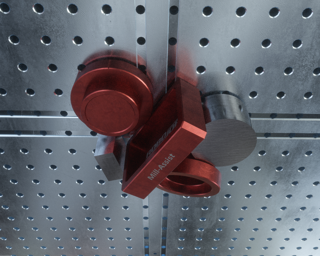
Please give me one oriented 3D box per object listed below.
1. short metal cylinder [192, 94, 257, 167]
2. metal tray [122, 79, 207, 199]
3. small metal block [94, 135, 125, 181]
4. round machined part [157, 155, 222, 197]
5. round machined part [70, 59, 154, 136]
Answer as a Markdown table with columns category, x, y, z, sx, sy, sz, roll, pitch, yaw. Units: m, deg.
| category | x | y | z | sx | sy | sz | roll | pitch | yaw |
| --- | --- | --- | --- | --- | --- | --- | --- | --- | --- |
| short metal cylinder | 0.076 | 0.004 | 0.394 | 0.081 | 0.050 | 0.079 | 0 | 130 | 0 |
| metal tray | 0.001 | 0.014 | 0.376 | 0.030 | 0.090 | 0.129 | 26 | 125 | -21 |
| small metal block | -0.064 | 0.035 | 0.419 | 0.025 | 0.050 | 0.050 | -12 | 129 | 10 |
| round machined part | 0.037 | 0.060 | 0.432 | 0.099 | 0.042 | 0.098 | 9 | 152 | 5 |
| round machined part | -0.057 | -0.028 | 0.370 | 0.099 | 0.042 | 0.097 | 0 | 130 | 0 |
